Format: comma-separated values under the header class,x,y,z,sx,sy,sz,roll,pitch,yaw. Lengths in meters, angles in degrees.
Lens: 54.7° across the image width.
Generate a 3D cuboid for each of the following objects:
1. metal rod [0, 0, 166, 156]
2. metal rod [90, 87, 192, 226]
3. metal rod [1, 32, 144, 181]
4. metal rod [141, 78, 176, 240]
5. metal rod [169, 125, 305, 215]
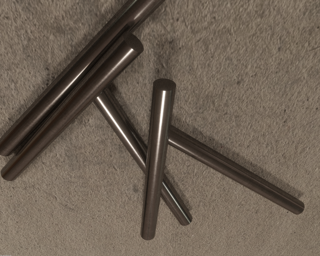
class,x,y,z,sx,sy,sz,roll,pitch,yaw
metal rod,-0.109,-0.052,0.361,0.299,0.025,0.025,-37,121,27
metal rod,-0.015,0.057,0.455,0.025,0.025,0.299,-19,128,15
metal rod,-0.125,-0.007,0.380,0.025,0.025,0.299,34,128,-26
metal rod,-0.008,0.066,0.429,0.025,0.025,0.298,3,130,-4
metal rod,0.114,0.066,0.465,0.301,0.025,0.025,30,124,-24
